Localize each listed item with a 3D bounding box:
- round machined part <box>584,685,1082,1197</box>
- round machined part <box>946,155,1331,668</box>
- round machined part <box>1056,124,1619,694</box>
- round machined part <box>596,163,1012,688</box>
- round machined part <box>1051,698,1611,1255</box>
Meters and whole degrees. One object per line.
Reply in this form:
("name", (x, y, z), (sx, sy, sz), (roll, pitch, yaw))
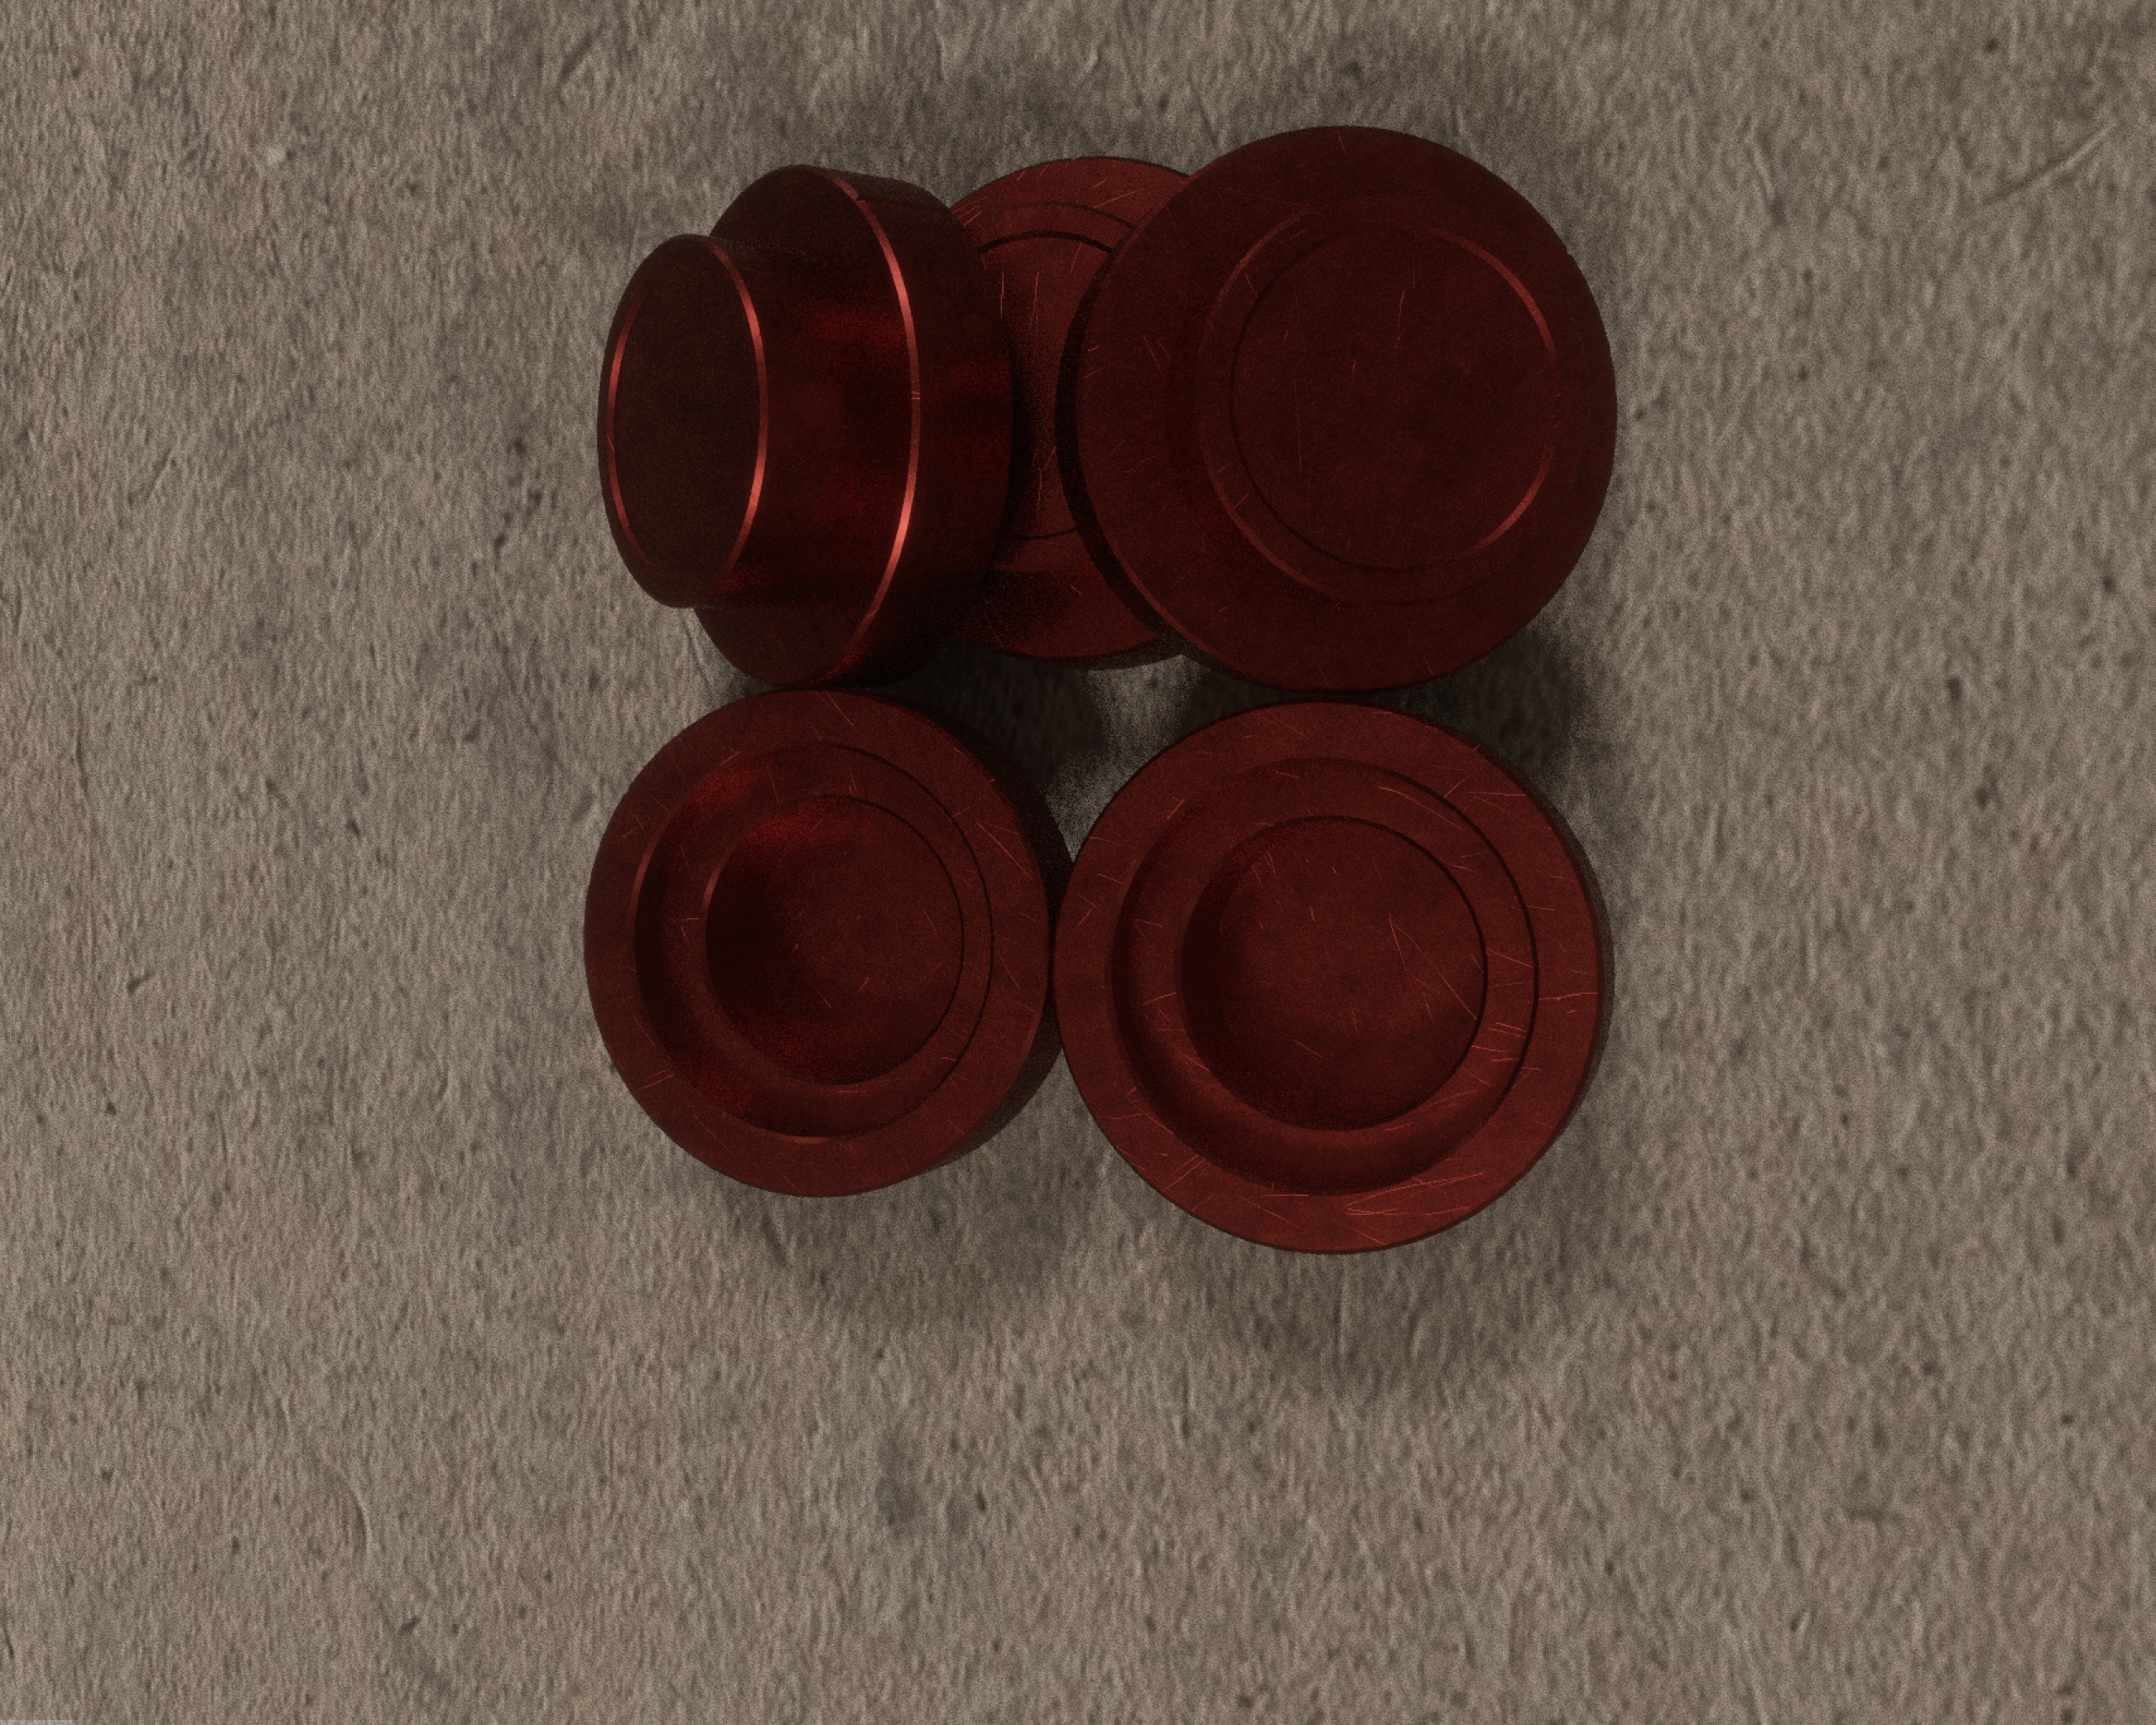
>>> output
("round machined part", (-0.045, 0.015, 0.416), (0.098, 0.042, 0.097), (0, 90, 19))
("round machined part", (-0.002, -0.087, 0.400), (0.098, 0.042, 0.097), (0, 90, 19))
("round machined part", (0.048, -0.078, 0.360), (0.099, 0.042, 0.097), (-1, 96, -12))
("round machined part", (-0.058, -0.082, 0.395), (0.098, 0.042, 0.097), (7, 99, 52))
("round machined part", (0.048, 0.020, 0.383), (0.098, 0.042, 0.097), (0, 90, 19))
